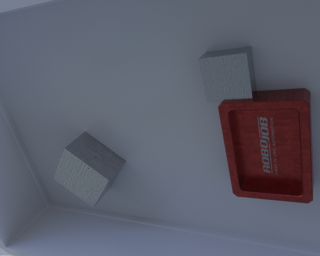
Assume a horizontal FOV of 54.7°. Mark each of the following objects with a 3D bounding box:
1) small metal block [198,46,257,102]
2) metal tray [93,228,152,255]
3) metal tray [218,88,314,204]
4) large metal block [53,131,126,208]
[{"bbox_3d":[0.074,-0.057,0.334,0.050,0.025,0.050,-1,118,28],"label":"small metal block"},{"bbox_3d":[-0.058,0.261,0.598,0.130,0.030,0.089,37,129,3],"label":"metal tray"},{"bbox_3d":[0.123,0.023,0.353,0.090,0.030,0.129,-1,118,28],"label":"metal tray"},{"bbox_3d":[-0.112,0.066,0.491,0.080,0.050,0.079,35,129,4],"label":"large metal block"}]
